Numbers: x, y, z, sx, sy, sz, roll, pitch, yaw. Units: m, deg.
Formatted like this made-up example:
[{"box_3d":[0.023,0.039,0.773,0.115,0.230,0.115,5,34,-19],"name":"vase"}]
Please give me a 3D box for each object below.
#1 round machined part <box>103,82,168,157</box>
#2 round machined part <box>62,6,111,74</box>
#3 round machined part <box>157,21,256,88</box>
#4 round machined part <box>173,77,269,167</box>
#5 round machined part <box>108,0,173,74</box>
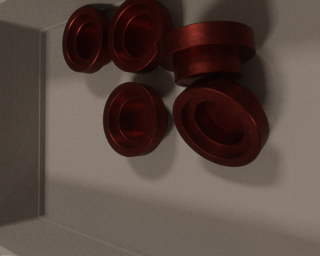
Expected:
[{"box_3d":[-0.029,-0.011,0.417,0.098,0.042,0.097,0,90,39],"name":"round machined part"},{"box_3d":[-0.105,-0.133,0.480,0.098,0.042,0.097,0,90,39],"name":"round machined part"},{"box_3d":[0.048,-0.069,0.318,0.098,0.099,0.042,-9,83,39],"name":"round machined part"},{"box_3d":[0.065,-0.010,0.321,0.098,0.042,0.097,27,142,24],"name":"round machined part"},{"box_3d":[-0.021,-0.120,0.411,0.098,0.042,0.097,0,90,39],"name":"round machined part"}]
